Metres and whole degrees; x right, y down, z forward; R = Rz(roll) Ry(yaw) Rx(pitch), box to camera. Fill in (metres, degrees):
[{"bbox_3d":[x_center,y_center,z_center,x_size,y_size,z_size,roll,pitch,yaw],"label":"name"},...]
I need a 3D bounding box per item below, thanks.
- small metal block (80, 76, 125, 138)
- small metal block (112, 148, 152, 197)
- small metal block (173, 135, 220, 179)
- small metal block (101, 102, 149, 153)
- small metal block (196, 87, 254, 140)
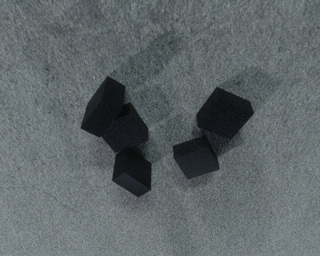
[{"bbox_3d":[-0.067,-0.025,0.368,0.025,0.050,0.050,29,124,-23],"label":"small metal block"},{"bbox_3d":[-0.039,0.063,0.444,0.025,0.050,0.050,-35,122,26],"label":"small metal block"},{"bbox_3d":[0.052,0.043,0.445,0.050,0.025,0.050,-20,128,16],"label":"small metal block"},{"bbox_3d":[-0.049,0.000,0.407,0.050,0.025,0.050,-21,128,16],"label":"small metal block"},{"bbox_3d":[0.081,-0.018,0.394,0.050,0.025,0.050,21,127,-17],"label":"small metal block"}]
